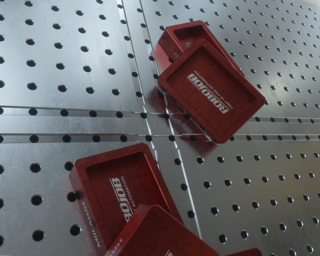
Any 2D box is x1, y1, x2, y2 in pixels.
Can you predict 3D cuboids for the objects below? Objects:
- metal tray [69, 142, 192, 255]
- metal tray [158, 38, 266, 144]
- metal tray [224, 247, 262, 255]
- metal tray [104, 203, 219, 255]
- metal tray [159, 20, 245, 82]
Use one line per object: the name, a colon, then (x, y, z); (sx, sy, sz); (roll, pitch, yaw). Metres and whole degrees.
metal tray: (-0.032, 0.087, 0.334); (0.091, 0.030, 0.130); (-14, 69, -34)
metal tray: (0.072, -0.052, 0.443); (0.090, 0.030, 0.130); (-45, 87, -2)
metal tray: (0.086, 0.203, 0.327); (0.091, 0.030, 0.130); (0, 62, -28)
metal tray: (-0.014, 0.146, 0.277); (0.090, 0.030, 0.130); (42, 67, -11)
metal tray: (0.069, -0.114, 0.510); (0.091, 0.030, 0.130); (-25, 75, -37)
